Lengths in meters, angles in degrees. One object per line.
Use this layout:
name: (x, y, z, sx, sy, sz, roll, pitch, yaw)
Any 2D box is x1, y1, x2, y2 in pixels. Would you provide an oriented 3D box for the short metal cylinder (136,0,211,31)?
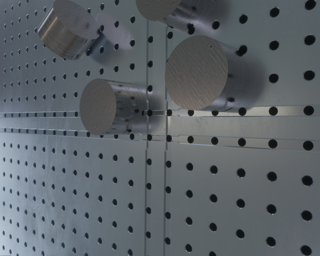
short metal cylinder: (0.016, -0.166, 0.380, 0.080, 0.050, 0.079, 0, 90, 40)

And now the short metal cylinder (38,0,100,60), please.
short metal cylinder: (-0.144, -0.156, 0.492, 0.050, 0.081, 0.080, -38, 67, 33)

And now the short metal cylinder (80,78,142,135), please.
short metal cylinder: (-0.072, -0.030, 0.453, 0.080, 0.050, 0.079, 0, 90, 40)

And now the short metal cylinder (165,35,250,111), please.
short metal cylinder: (0.053, -0.059, 0.350, 0.080, 0.050, 0.079, 0, 90, 40)
